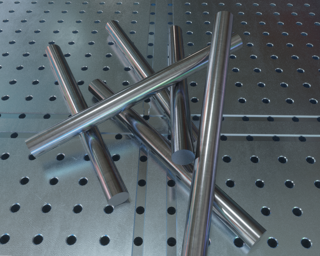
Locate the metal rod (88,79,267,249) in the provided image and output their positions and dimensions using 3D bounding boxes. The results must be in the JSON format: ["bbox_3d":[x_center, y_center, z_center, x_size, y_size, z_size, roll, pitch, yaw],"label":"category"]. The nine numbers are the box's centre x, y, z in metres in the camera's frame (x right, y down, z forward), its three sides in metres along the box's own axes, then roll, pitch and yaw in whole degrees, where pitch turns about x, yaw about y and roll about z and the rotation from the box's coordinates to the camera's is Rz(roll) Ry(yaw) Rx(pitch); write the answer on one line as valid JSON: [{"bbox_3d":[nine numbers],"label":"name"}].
[{"bbox_3d":[0.002,0.025,0.386,0.025,0.025,0.300,-33,58,-25],"label":"metal rod"}]

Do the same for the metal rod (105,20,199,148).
[{"bbox_3d":[-0.019,-0.081,0.475,0.025,0.025,0.300,-21,53,-17],"label":"metal rod"}]

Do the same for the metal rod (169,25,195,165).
[{"bbox_3d":[0.026,-0.070,0.441,0.025,0.025,0.300,0,42,0],"label":"metal rod"}]

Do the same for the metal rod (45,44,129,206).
[{"bbox_3d":[-0.111,-0.025,0.428,0.025,0.025,0.300,-21,53,-16],"label":"metal rod"}]

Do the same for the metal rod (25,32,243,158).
[{"bbox_3d":[-0.024,-0.047,0.396,0.301,0.025,0.025,-29,55,-11],"label":"metal rod"}]

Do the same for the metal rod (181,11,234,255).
[{"bbox_3d":[0.058,-0.008,0.353,0.025,0.025,0.299,8,68,7],"label":"metal rod"}]
